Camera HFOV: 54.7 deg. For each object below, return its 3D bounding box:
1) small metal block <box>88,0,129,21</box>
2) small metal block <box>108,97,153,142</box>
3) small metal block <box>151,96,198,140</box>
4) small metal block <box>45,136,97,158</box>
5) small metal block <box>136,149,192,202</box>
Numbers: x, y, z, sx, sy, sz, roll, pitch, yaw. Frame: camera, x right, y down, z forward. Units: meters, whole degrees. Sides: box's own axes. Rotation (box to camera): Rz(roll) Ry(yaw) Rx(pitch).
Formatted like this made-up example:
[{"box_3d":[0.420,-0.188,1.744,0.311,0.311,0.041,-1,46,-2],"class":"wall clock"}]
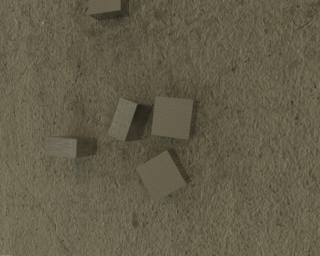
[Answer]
[{"box_3d":[-0.072,-0.183,0.434,0.050,0.025,0.050,-1,90,20],"class":"small metal block"},{"box_3d":[-0.038,-0.011,0.409,0.025,0.050,0.050,22,97,19],"class":"small metal block"},{"box_3d":[0.019,-0.013,0.402,0.050,0.025,0.050,8,93,19],"class":"small metal block"},{"box_3d":[-0.125,0.026,0.440,0.050,0.050,0.025,4,92,20],"class":"small metal block"},{"box_3d":[0.005,0.062,0.407,0.050,0.025,0.050,-32,80,17],"class":"small metal block"}]
